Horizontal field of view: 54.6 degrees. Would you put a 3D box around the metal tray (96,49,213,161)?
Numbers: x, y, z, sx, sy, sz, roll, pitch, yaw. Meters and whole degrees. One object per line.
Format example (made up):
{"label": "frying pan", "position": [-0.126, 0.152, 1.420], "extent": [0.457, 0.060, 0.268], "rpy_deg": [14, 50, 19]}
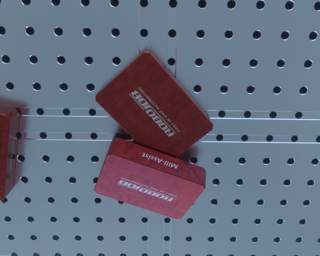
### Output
{"label": "metal tray", "position": [-0.006, -0.024, 0.402], "extent": [0.090, 0.030, 0.130], "rpy_deg": [-39, 106, 13]}

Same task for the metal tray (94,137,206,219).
{"label": "metal tray", "position": [-0.015, 0.072, 0.420], "extent": [0.131, 0.030, 0.089], "rpy_deg": [20, 131, -8]}

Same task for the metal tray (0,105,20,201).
{"label": "metal tray", "position": [-0.246, 0.029, 0.419], "extent": [0.090, 0.030, 0.129], "rpy_deg": [12, 110, -5]}
